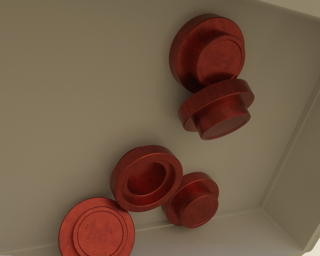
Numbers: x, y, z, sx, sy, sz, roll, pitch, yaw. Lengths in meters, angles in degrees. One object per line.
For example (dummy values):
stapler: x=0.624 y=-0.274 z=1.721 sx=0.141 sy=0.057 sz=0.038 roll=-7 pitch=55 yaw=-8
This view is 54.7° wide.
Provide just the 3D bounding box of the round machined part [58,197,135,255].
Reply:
round machined part: x=-0.080 y=0.139 z=0.402 sx=0.099 sy=0.098 sz=0.042 roll=-10 pitch=163 yaw=-23

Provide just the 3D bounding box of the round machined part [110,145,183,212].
round machined part: x=-0.022 y=0.064 z=0.425 sx=0.099 sy=0.042 sz=0.097 roll=-14 pitch=124 yaw=-21

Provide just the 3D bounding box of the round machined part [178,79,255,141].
round machined part: x=0.076 y=-0.018 z=0.398 sx=0.099 sy=0.042 sz=0.098 roll=-19 pitch=159 yaw=-7

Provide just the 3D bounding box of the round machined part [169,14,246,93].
round machined part: x=0.064 y=-0.086 z=0.380 sx=0.099 sy=0.042 sz=0.097 roll=-14 pitch=124 yaw=-21

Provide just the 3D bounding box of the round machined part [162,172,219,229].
round machined part: x=0.055 y=0.124 z=0.504 sx=0.099 sy=0.042 sz=0.097 roll=-14 pitch=124 yaw=-21
